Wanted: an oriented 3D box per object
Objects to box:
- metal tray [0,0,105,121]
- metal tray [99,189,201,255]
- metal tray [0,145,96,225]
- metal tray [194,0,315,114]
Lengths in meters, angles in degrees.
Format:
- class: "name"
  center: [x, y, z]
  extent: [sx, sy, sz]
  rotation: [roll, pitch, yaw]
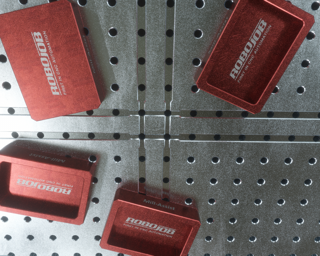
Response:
- class: "metal tray"
  center: [-0.130, -0.080, 0.379]
  extent: [0.090, 0.030, 0.129]
  rotation: [-12, 110, 4]
- class: "metal tray"
  center: [-0.015, 0.152, 0.466]
  extent: [0.131, 0.030, 0.089]
  rotation: [17, 109, -7]
- class: "metal tray"
  center: [-0.164, 0.082, 0.438]
  extent: [0.131, 0.030, 0.089]
  rotation: [12, 110, -5]
- class: "metal tray"
  center: [0.110, -0.093, 0.378]
  extent: [0.090, 0.030, 0.129]
  rotation: [24, 108, -9]
